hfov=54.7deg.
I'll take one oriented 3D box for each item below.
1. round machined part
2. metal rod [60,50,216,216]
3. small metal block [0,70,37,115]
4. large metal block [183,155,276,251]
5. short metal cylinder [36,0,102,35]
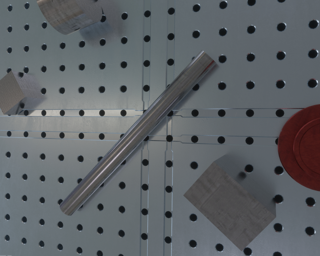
[{"bbox_3d":[0.182,0.022,0.340,0.098,0.042,0.097,0,90,20],"label":"round machined part"},{"bbox_3d":[-0.038,0.015,0.425,0.299,0.025,0.025,-46,76,14],"label":"metal rod"},{"bbox_3d":[-0.234,-0.055,0.495,0.050,0.025,0.050,-34,79,16],"label":"small metal block"},{"bbox_3d":[0.083,0.079,0.354,0.080,0.080,0.050,42,103,15],"label":"large metal block"},{"bbox_3d":[-0.124,-0.176,0.427,0.050,0.080,0.080,-16,85,19],"label":"short metal cylinder"}]
